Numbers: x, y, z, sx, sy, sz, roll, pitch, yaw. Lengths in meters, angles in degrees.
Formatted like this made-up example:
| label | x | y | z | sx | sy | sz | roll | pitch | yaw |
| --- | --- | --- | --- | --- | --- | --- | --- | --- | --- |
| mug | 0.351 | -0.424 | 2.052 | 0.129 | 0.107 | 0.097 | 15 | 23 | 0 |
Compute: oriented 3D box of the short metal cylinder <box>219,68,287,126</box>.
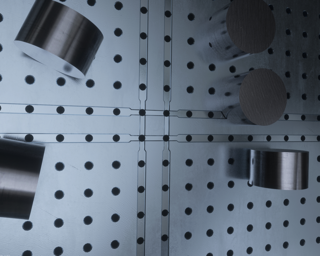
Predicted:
| label | x | y | z | sx | sy | sz | roll | pitch | yaw |
| --- | --- | --- | --- | --- | --- | --- | --- | --- | --- |
| short metal cylinder | 0.135 | -0.043 | 0.451 | 0.081 | 0.050 | 0.079 | 0 | 90 | -20 |

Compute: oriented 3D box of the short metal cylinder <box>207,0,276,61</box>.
| label | x | y | z | sx | sy | sz | roll | pitch | yaw |
| --- | --- | --- | --- | --- | --- | --- | --- | --- | --- |
| short metal cylinder | 0.116 | -0.141 | 0.443 | 0.081 | 0.050 | 0.079 | 0 | 90 | -20 |

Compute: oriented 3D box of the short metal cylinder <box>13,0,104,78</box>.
| label | x | y | z | sx | sy | sz | roll | pitch | yaw |
| --- | --- | --- | --- | --- | --- | --- | --- | --- | --- |
| short metal cylinder | -0.110 | -0.096 | 0.343 | 0.080 | 0.080 | 0.050 | 26 | 82 | -19 |

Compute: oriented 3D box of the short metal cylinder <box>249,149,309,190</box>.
| label | x | y | z | sx | sy | sz | roll | pitch | yaw |
| --- | --- | --- | --- | --- | --- | --- | --- | --- | --- |
| short metal cylinder | 0.171 | 0.057 | 0.449 | 0.081 | 0.080 | 0.050 | 2 | 90 | -20 |

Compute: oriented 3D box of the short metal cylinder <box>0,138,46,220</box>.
| label | x | y | z | sx | sy | sz | roll | pitch | yaw |
| --- | --- | --- | --- | --- | --- | --- | --- | --- | --- |
| short metal cylinder | -0.156 | 0.053 | 0.326 | 0.050 | 0.080 | 0.080 | 13 | 86 | -20 |
